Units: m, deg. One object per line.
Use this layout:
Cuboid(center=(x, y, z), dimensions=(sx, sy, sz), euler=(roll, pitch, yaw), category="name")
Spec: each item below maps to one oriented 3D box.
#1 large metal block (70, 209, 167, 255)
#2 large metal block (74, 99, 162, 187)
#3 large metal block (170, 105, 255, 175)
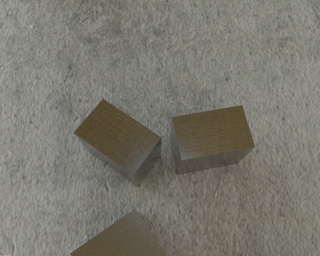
Cuboid(center=(-0.037, 0.148, 0.340), dimensions=(0.080, 0.050, 0.080), euler=(-33, 74, -12), category="large metal block")
Cuboid(center=(-0.046, 0.021, 0.371), dimensions=(0.080, 0.080, 0.050), euler=(34, 73, 11), category="large metal block")
Cuboid(center=(0.057, 0.018, 0.373), dimensions=(0.081, 0.080, 0.050), euler=(-10, 71, -4), category="large metal block")
